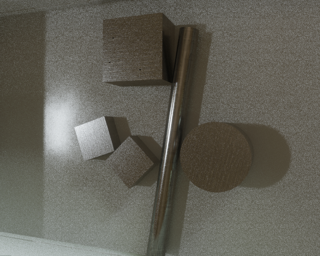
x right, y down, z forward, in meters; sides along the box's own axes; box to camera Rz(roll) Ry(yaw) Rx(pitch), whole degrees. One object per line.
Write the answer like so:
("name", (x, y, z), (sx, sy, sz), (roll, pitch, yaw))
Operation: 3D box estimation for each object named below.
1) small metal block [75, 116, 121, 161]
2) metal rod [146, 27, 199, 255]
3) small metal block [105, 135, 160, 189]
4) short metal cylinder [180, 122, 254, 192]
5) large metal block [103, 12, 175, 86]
("small metal block", (-0.087, 0.015, 0.440), (0.050, 0.025, 0.050), (-19, 84, 18))
("metal rod", (0.016, 0.022, 0.404), (0.025, 0.025, 0.298), (9, 93, 19))
("small metal block", (-0.037, 0.045, 0.422), (0.050, 0.025, 0.050), (-46, 76, 14))
("short metal cylinder", (0.070, 0.033, 0.372), (0.080, 0.050, 0.079), (0, 90, 19))
("large metal block", (-0.027, -0.098, 0.406), (0.080, 0.050, 0.079), (0, 90, 19))
